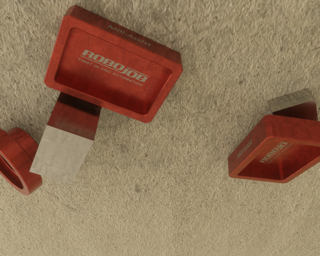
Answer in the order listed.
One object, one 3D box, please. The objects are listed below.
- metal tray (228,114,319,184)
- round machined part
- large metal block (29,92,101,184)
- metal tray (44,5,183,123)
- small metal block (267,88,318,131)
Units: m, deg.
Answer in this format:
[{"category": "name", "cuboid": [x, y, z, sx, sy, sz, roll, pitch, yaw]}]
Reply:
[{"category": "metal tray", "cuboid": [0.154, 0.033, 0.405, 0.091, 0.030, 0.129, 7, 150, -7]}, {"category": "round machined part", "cuboid": [-0.187, 0.038, 0.406, 0.098, 0.042, 0.097, 27, 140, 26]}, {"category": "large metal block", "cuboid": [-0.111, 0.006, 0.375, 0.050, 0.080, 0.080, 21, 127, -18]}, {"category": "metal tray", "cuboid": [-0.051, -0.065, 0.347, 0.131, 0.030, 0.089, 21, 127, -17]}, {"category": "small metal block", "cuboid": [0.169, -0.017, 0.394, 0.050, 0.025, 0.050, -18, 128, 14]}]
